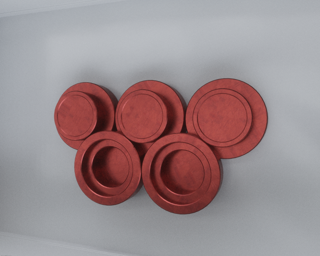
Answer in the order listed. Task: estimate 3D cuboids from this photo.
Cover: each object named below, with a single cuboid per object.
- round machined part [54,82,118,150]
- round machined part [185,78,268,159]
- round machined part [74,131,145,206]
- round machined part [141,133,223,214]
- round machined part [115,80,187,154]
[{"bbox_3d":[-0.108,-0.016,0.437,0.098,0.042,0.097,0,89,19],"label":"round machined part"},{"bbox_3d":[0.077,-0.011,0.371,0.098,0.042,0.097,0,89,20],"label":"round machined part"},{"bbox_3d":[-0.063,0.052,0.422,0.098,0.042,0.097,0,90,20],"label":"round machined part"},{"bbox_3d":[0.030,0.054,0.389,0.098,0.042,0.097,0,90,20],"label":"round machined part"},{"bbox_3d":[-0.016,-0.014,0.405,0.098,0.042,0.097,0,89,20],"label":"round machined part"}]
